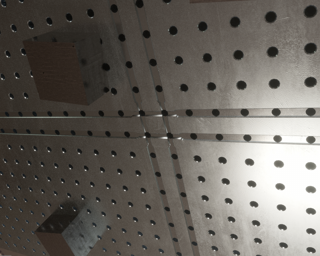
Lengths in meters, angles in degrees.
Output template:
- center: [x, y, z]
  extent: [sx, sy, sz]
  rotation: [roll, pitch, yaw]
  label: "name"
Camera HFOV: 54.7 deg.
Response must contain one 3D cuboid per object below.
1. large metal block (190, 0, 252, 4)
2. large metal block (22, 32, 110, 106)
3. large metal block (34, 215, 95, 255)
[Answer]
- center: [0.069, -0.154, 0.263]
  extent: [0.080, 0.050, 0.079]
  rotation: [7, 122, 24]
  label: "large metal block"
- center: [-0.120, -0.080, 0.407]
  extent: [0.080, 0.050, 0.079]
  rotation: [8, 122, 23]
  label: "large metal block"
- center: [-0.195, 0.226, 0.634]
  extent: [0.080, 0.050, 0.080]
  rotation: [-9, 114, 31]
  label: "large metal block"
